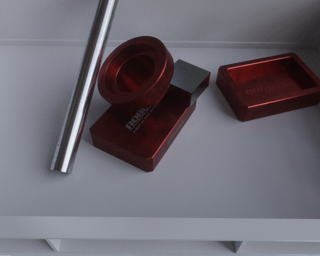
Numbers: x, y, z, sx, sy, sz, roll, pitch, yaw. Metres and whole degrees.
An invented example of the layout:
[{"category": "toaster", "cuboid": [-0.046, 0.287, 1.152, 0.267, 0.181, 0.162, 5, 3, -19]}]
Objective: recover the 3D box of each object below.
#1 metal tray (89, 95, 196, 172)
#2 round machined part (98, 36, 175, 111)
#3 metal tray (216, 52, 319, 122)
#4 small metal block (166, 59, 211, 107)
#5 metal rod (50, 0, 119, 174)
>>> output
[{"category": "metal tray", "cuboid": [-0.018, -0.013, 0.413, 0.090, 0.030, 0.130, 24, 54, 18]}, {"category": "round machined part", "cuboid": [-0.026, -0.064, 0.390, 0.098, 0.042, 0.098, -13, 59, 23]}, {"category": "metal tray", "cuboid": [0.161, -0.064, 0.457, 0.131, 0.030, 0.090, -13, 51, -11]}, {"category": "small metal block", "cuboid": [0.033, -0.062, 0.418, 0.050, 0.025, 0.050, 28, 55, 21]}, {"category": "metal rod", "cuboid": [-0.088, -0.090, 0.402, 0.025, 0.025, 0.299, 10, 75, 7]}]
